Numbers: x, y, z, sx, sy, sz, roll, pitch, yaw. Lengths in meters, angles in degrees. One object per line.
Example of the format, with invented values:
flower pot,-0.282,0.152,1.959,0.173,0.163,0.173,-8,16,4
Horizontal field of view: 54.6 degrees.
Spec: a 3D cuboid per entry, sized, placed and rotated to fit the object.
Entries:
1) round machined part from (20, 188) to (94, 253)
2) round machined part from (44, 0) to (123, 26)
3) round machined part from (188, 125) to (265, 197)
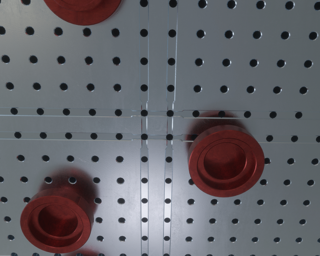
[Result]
round machined part,-0.145,0.129,0.451,0.099,0.042,0.097,0,110,0
round machined part,-0.088,-0.164,0.343,0.099,0.042,0.097,0,110,0
round machined part,0.086,0.041,0.420,0.099,0.042,0.097,0,110,0
